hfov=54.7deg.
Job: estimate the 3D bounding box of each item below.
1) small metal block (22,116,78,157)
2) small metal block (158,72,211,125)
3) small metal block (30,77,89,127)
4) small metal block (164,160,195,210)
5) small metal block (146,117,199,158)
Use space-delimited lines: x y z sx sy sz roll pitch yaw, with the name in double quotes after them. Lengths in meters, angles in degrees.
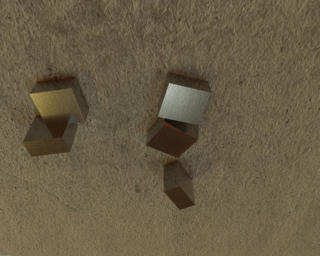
-0.138 0.007 0.396 0.050 0.050 0.025 -7 130 6 "small metal block"
0.028 -0.035 0.377 0.050 0.025 0.050 12 129 -10 "small metal block"
-0.121 -0.032 0.379 0.050 0.025 0.050 -7 130 6 "small metal block"
0.029 0.085 0.464 0.025 0.050 0.050 -23 127 18 "small metal block"
0.016 0.009 0.410 0.050 0.025 0.050 23 137 -19 "small metal block"
